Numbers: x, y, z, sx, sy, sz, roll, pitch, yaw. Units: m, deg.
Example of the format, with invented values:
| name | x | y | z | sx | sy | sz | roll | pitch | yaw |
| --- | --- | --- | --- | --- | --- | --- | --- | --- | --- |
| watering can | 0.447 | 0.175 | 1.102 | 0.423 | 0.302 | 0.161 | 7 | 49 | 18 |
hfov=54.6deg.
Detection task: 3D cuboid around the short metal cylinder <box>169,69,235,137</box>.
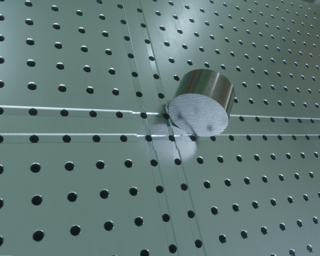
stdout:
| name | x | y | z | sx | sy | sz | roll | pitch | yaw |
| --- | --- | --- | --- | --- | --- | --- | --- | --- | --- |
| short metal cylinder | 0.058 | -0.033 | 0.424 | 0.080 | 0.080 | 0.050 | 31 | 52 | -9 |
